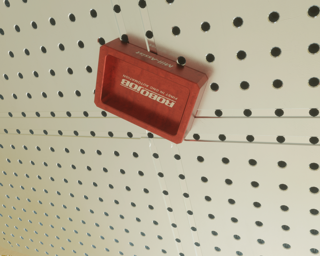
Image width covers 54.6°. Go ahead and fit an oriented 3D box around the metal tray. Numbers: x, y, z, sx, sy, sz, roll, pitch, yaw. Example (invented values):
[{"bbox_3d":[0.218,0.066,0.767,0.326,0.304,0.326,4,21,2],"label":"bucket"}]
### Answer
[{"bbox_3d":[-0.016,-0.045,0.388,0.130,0.030,0.089,25,127,12],"label":"metal tray"}]
